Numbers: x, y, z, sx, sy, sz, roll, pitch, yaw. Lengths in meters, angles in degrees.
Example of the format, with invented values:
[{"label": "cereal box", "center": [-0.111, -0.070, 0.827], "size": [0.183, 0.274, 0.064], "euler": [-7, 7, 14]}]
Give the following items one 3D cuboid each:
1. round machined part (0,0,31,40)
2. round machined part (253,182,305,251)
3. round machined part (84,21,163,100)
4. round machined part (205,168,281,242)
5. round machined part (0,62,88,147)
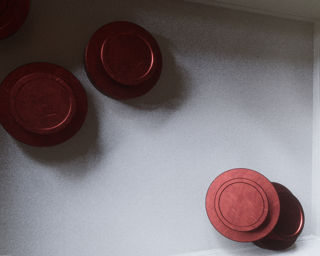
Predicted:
[{"label": "round machined part", "center": [-0.186, -0.142, 0.319], "size": [0.099, 0.042, 0.097], "euler": [-8, 119, -14]}, {"label": "round machined part", "center": [0.170, 0.128, 0.454], "size": [0.099, 0.042, 0.098], "euler": [6, 73, -20]}, {"label": "round machined part", "center": [-0.042, -0.085, 0.386], "size": [0.099, 0.042, 0.097], "euler": [0, 90, -21]}, {"label": "round machined part", "center": [0.110, 0.103, 0.417], "size": [0.098, 0.042, 0.098], "euler": [-4, 75, 16]}, {"label": "round machined part", "center": [-0.132, -0.027, 0.353], "size": [0.099, 0.042, 0.097], "euler": [0, 90, -21]}]
